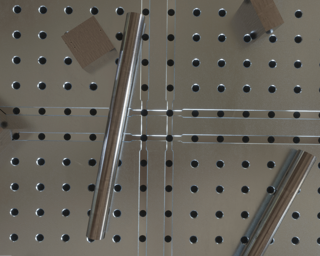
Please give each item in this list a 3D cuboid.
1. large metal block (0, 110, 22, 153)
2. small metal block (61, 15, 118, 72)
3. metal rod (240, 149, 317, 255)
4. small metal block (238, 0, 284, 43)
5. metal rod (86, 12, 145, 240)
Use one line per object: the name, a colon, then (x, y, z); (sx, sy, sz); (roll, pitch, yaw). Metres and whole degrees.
large metal block: (-0.246, 0.005, 0.399); (0.080, 0.050, 0.080); (41, 90, 0)
small metal block: (-0.093, -0.111, 0.412); (0.050, 0.025, 0.050); (-33, 90, 0)
metal rod: (0.125, 0.166, 0.414); (0.025, 0.025, 0.299); (29, 90, 0)
small metal block: (0.129, -0.145, 0.402); (0.025, 0.050, 0.050); (-27, 90, 0)
metal rod: (-0.059, -0.003, 0.412); (0.025, 0.025, 0.298); (10, 90, 0)
